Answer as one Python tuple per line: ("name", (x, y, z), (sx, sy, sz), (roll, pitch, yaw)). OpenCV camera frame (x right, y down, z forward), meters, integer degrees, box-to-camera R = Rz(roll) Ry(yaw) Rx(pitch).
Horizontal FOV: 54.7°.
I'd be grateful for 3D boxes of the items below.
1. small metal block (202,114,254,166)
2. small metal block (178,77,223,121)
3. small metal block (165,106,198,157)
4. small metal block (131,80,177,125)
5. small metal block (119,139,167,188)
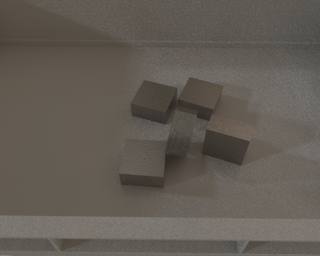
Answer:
("small metal block", (0.081, 0.015, 0.377), (0.050, 0.050, 0.025), (16, 52, 13))
("small metal block", (0.057, -0.042, 0.440), (0.050, 0.025, 0.050), (17, 52, 14))
("small metal block", (0.027, 0.002, 0.372), (0.025, 0.050, 0.050), (15, 11, 6))
("small metal block", (-0.008, -0.037, 0.436), (0.050, 0.025, 0.050), (15, 52, 12))
("small metal block", (-0.019, 0.042, 0.370), (0.050, 0.025, 0.050), (4, 50, 3))
